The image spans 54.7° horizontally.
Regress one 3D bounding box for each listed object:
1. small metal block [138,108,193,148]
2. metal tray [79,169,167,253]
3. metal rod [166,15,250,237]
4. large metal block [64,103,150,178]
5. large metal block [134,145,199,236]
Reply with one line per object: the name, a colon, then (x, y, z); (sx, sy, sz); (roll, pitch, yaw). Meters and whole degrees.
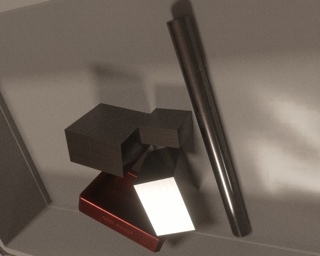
small metal block: (0.009, -0.001, 0.386); (0.050, 0.050, 0.025); (6, 121, 24)
metal tray: (-0.039, 0.110, 0.453); (0.130, 0.090, 0.030); (25, 127, 12)
metal rod: (0.066, 0.015, 0.381); (0.025, 0.025, 0.298); (-7, 116, 31)
large metal block: (-0.065, 0.013, 0.414); (0.080, 0.080, 0.050); (13, 124, 20)
large metal block: (0.013, 0.079, 0.407); (0.050, 0.080, 0.080); (-15, 112, 17)
